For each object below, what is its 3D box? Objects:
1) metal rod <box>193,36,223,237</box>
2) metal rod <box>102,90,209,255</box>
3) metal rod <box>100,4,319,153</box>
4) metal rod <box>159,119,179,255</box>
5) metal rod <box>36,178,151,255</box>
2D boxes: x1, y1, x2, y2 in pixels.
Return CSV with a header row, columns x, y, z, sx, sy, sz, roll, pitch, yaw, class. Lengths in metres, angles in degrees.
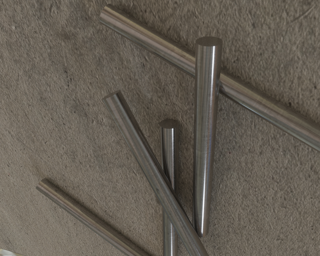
x,y,z,sx,sy,sz,roll,pitch,yaw,class
0.054,0.037,0.381,0.025,0.025,0.298,13,130,21,metal rod
0.005,0.086,0.423,0.025,0.025,0.299,-15,111,34,metal rod
0.065,-0.053,0.339,0.301,0.025,0.025,32,129,7,metal rod
0.015,0.122,0.474,0.025,0.025,0.298,12,124,21,metal rod
-0.105,0.191,0.580,0.301,0.025,0.025,35,129,5,metal rod
